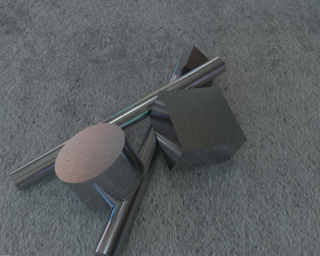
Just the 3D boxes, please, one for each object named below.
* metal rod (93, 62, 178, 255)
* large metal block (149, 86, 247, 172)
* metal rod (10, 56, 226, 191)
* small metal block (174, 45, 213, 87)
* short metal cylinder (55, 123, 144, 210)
[{"bbox_3d":[-0.009,0.015,0.391,0.025,0.025,0.300,14,51,11],"label":"metal rod"},{"bbox_3d":[0.042,0.000,0.370,0.081,0.050,0.080,-8,59,-23],"label":"large metal block"},{"bbox_3d":[-0.040,-0.014,0.393,0.302,0.025,0.025,-31,57,-16],"label":"metal rod"},{"bbox_3d":[0.054,-0.086,0.461,0.050,0.025,0.050,38,49,-20],"label":"small metal block"},{"bbox_3d":[-0.064,0.041,0.337,0.080,0.050,0.080,-15,41,14],"label":"short metal cylinder"}]
